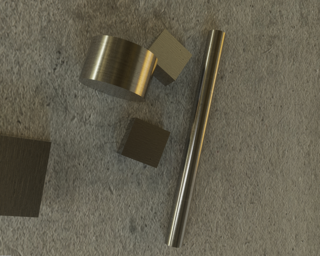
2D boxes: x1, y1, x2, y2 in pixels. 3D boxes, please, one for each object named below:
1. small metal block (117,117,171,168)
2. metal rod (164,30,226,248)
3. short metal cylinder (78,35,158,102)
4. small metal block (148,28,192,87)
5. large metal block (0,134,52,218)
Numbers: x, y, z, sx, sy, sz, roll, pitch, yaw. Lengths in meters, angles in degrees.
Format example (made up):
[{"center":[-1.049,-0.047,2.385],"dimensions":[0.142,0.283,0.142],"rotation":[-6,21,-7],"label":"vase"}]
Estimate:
[{"center":[-0.021,0.019,0.402],"dimensions":[0.050,0.025,0.050],"rotation":[24,82,-19],"label":"small metal block"},{"center":[0.050,0.011,0.428],"dimensions":[0.025,0.025,0.298],"rotation":[14,85,-20],"label":"metal rod"},{"center":[-0.048,-0.067,0.363],"dimensions":[0.081,0.080,0.050],"rotation":[18,84,-20],"label":"short metal cylinder"},{"center":[0.007,-0.092,0.406],"dimensions":[0.050,0.025,0.050],"rotation":[40,62,-16],"label":"small metal block"},{"center":[-0.167,0.048,0.334],"dimensions":[0.081,0.050,0.080],"rotation":[10,87,-20],"label":"large metal block"}]
